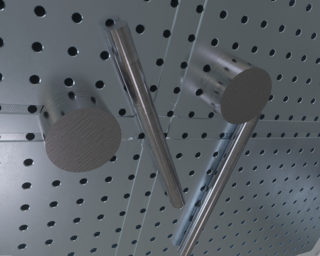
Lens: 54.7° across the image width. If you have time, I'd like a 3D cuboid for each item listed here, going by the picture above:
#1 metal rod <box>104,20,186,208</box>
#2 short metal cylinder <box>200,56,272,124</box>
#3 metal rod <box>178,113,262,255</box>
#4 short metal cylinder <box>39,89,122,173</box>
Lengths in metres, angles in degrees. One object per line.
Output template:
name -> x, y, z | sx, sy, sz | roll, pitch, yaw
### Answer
metal rod -> -0.008, 0.007, 0.410 | 0.025, 0.025, 0.299 | -27, 128, -11
short metal cylinder -> 0.102, -0.052, 0.419 | 0.081, 0.050, 0.079 | -14, 124, -21
metal rod -> 0.094, 0.102, 0.525 | 0.025, 0.025, 0.298 | 7, 115, -32
short metal cylinder -> -0.090, 0.003, 0.348 | 0.081, 0.050, 0.079 | -14, 124, -21
